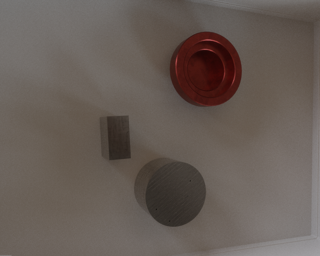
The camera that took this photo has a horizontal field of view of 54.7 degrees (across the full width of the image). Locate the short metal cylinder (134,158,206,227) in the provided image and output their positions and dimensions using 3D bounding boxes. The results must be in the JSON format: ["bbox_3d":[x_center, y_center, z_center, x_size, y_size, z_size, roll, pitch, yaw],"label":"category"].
[{"bbox_3d":[0.012,0.081,0.403,0.081,0.050,0.079,0,90,-21],"label":"short metal cylinder"}]

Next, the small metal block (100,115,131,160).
[{"bbox_3d":[-0.056,0.011,0.378,0.025,0.050,0.050,-3,91,-20],"label":"small metal block"}]

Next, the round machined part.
[{"bbox_3d":[0.059,-0.078,0.424,0.099,0.042,0.097,0,90,-21],"label":"round machined part"}]
